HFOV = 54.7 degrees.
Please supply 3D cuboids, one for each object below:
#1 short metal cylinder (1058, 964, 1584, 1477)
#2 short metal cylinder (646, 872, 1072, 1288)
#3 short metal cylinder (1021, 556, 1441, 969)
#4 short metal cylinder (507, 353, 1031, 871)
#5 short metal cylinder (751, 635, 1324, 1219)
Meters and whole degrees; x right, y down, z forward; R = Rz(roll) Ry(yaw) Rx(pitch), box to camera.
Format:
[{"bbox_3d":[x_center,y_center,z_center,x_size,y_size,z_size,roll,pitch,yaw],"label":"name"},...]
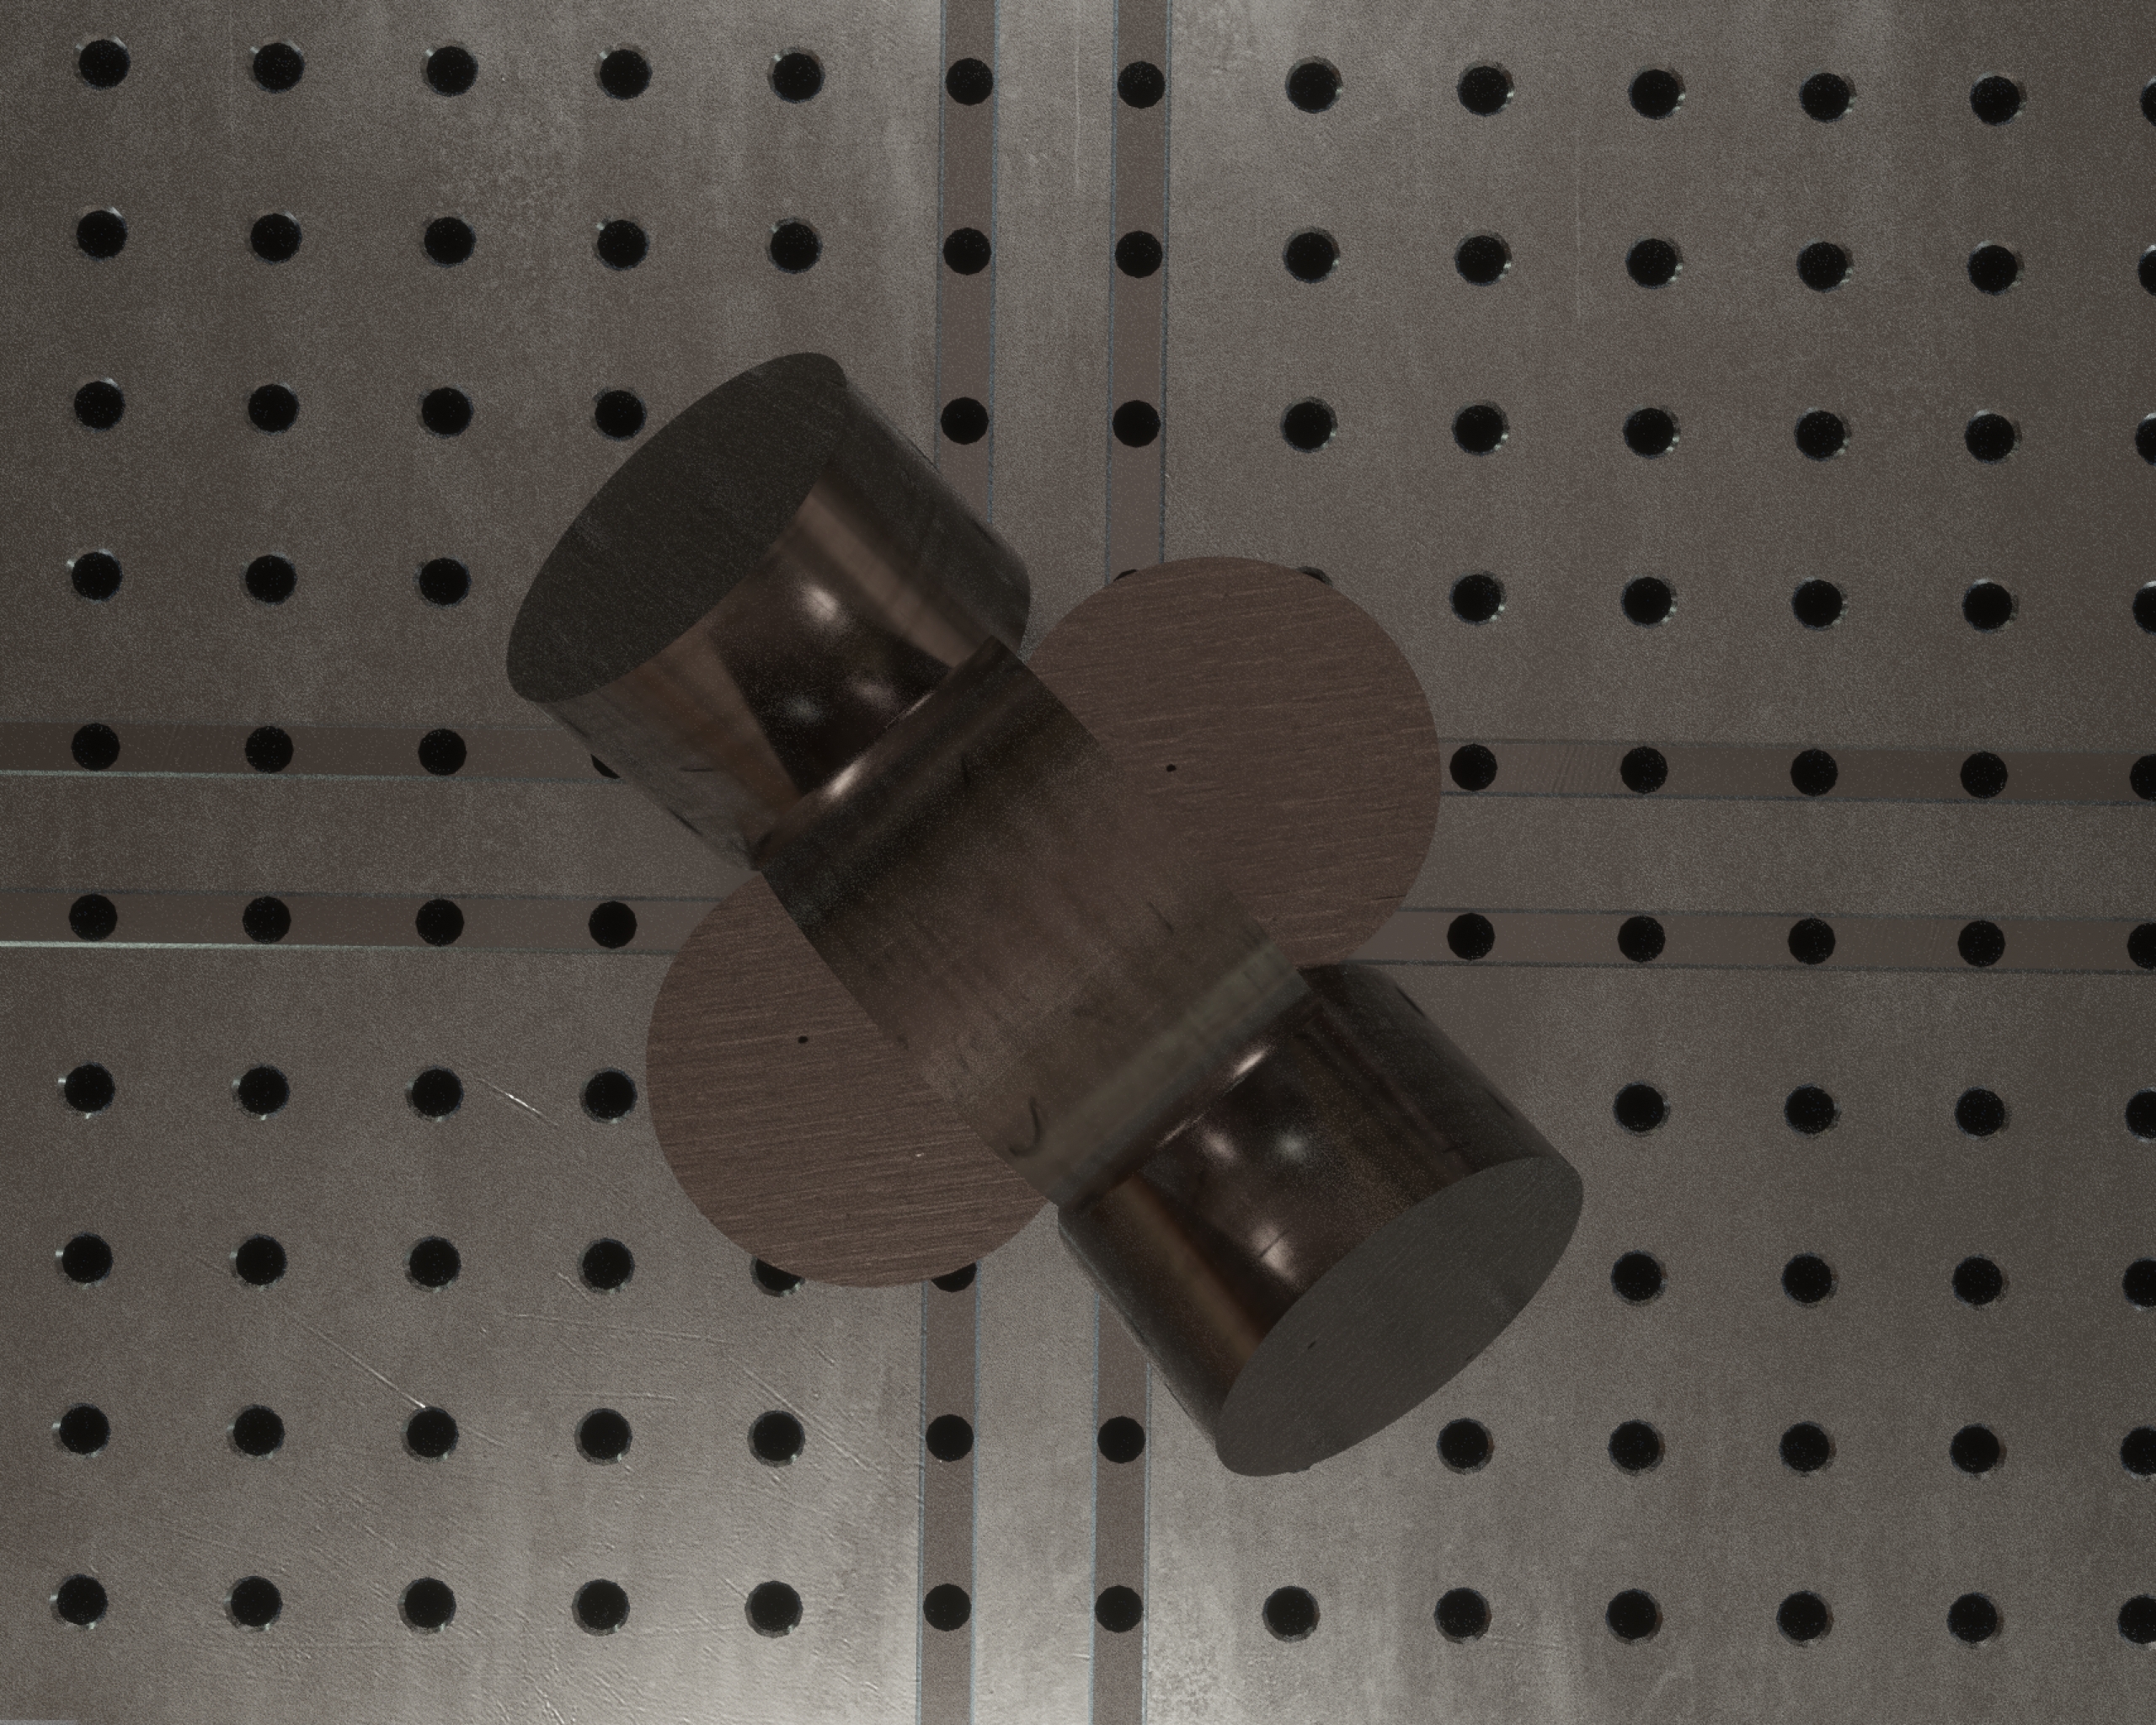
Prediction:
[{"bbox_3d":[0.044,0.065,0.379,0.080,0.080,0.050,-41,55,0],"label":"short metal cylinder"},{"bbox_3d":[-0.037,0.037,0.400,0.081,0.050,0.079,0,90,-1],"label":"short metal cylinder"},{"bbox_3d":[0.025,-0.016,0.400,0.081,0.050,0.079,0,90,-1],"label":"short metal cylinder"},{"bbox_3d":[-0.056,-0.045,0.378,0.080,0.080,0.050,-46,125,0],"label":"short metal cylinder"},{"bbox_3d":[-0.006,0.010,0.334,0.050,0.080,0.080,-41,91,0],"label":"short metal cylinder"}]
